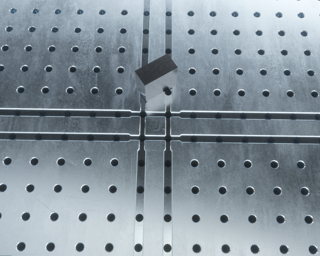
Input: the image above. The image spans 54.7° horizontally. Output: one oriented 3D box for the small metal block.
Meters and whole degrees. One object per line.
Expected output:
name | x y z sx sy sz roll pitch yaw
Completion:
small metal block | -0.005 -0.068 0.423 0.050 0.050 0.025 -31 73 -11
